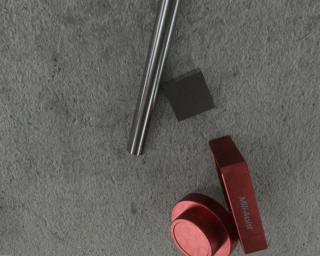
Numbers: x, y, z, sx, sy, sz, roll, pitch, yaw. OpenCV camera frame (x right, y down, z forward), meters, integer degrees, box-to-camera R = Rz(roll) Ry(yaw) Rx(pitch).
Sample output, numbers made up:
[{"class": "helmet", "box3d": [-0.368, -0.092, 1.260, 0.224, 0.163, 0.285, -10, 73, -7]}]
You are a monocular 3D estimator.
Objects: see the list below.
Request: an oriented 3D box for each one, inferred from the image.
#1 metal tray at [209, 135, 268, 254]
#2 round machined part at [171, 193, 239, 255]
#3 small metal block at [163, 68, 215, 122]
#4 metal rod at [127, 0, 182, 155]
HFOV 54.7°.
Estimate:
[{"class": "metal tray", "box3d": [0.101, 0.085, 0.407, 0.030, 0.090, 0.129, -17, 110, 5]}, {"class": "round machined part", "box3d": [0.054, 0.143, 0.426, 0.098, 0.042, 0.097, 21, 124, 35]}, {"class": "small metal block", "box3d": [0.037, -0.042, 0.395, 0.050, 0.025, 0.050, -22, 109, 7]}, {"class": "metal rod", "box3d": [0.002, -0.105, 0.371, 0.025, 0.025, 0.298, 12, 110, -5]}]
